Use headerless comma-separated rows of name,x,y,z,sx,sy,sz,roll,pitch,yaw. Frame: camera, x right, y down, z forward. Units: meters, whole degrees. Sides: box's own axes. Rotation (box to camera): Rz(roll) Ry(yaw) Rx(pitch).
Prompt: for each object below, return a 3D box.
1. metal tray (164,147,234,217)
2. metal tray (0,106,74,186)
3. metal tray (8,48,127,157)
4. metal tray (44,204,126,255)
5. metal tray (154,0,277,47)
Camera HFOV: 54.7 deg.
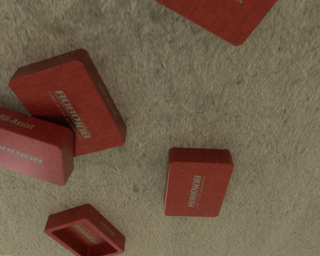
metal tray,0.055,0.088,0.480,0.091,0.030,0.129,2,130,-3
metal tray,-0.177,0.021,0.391,0.131,0.030,0.089,18,138,2
metal tray,-0.106,-0.024,0.382,0.090,0.030,0.129,-14,129,11
metal tray,-0.134,0.197,0.569,0.090,0.030,0.130,-20,128,16
metal tray,0.047,-0.144,0.282,0.131,0.030,0.089,23,126,-19
